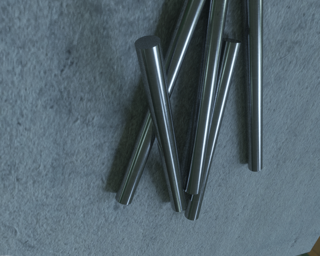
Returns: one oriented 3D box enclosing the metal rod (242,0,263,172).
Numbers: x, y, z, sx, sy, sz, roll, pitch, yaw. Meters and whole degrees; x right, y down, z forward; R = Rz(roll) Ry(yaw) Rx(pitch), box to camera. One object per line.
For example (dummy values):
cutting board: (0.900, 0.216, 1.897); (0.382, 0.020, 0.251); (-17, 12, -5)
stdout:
metal rod: (0.138, -0.049, 0.454); (0.025, 0.025, 0.298); (-24, 128, -14)

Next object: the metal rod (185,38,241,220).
metal rod: (0.072, 0.020, 0.460); (0.025, 0.025, 0.298); (-7, 122, -25)

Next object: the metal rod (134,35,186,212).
metal rod: (0.009, 0.022, 0.399); (0.025, 0.025, 0.298); (-25, 136, -13)

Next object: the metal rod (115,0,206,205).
metal rod: (-0.004, -0.029, 0.388); (0.025, 0.025, 0.298); (6, 115, -32)

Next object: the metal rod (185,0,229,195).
metal rod: (0.058, -0.038, 0.407); (0.025, 0.025, 0.298); (-9, 120, -24)
